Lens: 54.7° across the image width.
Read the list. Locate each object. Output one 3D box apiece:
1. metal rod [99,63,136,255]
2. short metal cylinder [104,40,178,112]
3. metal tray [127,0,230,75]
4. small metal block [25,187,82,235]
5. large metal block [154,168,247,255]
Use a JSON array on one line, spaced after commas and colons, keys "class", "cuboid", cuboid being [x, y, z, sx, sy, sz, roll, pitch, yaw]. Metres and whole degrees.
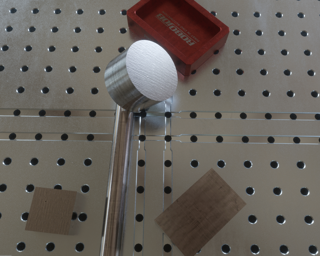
[{"class": "metal rod", "cuboid": [-0.051, 0.037, 0.397, 0.025, 0.025, 0.299, 3, 70, 1]}, {"class": "short metal cylinder", "cuboid": [-0.024, -0.066, 0.402, 0.081, 0.050, 0.080, 14, 68, -37]}, {"class": "metal tray", "cuboid": [0.026, -0.151, 0.464, 0.090, 0.030, 0.130, -43, 76, -14]}, {"class": "small metal block", "cuboid": [-0.127, 0.100, 0.373, 0.050, 0.025, 0.050, 6, 70, 2]}, {"class": "large metal block", "cuboid": [0.041, 0.097, 0.347, 0.080, 0.080, 0.050, -40, 75, -13]}]
